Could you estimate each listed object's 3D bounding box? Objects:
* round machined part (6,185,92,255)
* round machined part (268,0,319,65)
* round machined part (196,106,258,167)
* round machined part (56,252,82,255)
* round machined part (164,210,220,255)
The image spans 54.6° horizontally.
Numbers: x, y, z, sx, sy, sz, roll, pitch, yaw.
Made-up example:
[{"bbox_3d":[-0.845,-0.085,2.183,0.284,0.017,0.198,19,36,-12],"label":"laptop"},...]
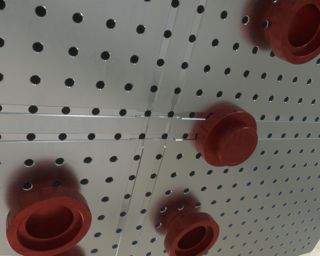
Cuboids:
[{"bbox_3d":[-0.141,0.112,0.392,0.099,0.042,0.097,-14,124,-21],"label":"round machined part"},{"bbox_3d":[0.185,-0.138,0.415,0.099,0.042,0.097,-14,124,-21],"label":"round machined part"},{"bbox_3d":[0.108,0.019,0.470,0.099,0.042,0.097,-14,124,-21],"label":"round machined part"},{"bbox_3d":[-0.151,0.238,0.464,0.099,0.042,0.097,-14,124,-21],"label":"round machined part"},{"bbox_3d":[0.051,0.184,0.541,0.099,0.042,0.097,-14,124,-21],"label":"round machined part"}]
